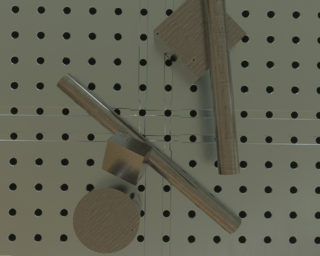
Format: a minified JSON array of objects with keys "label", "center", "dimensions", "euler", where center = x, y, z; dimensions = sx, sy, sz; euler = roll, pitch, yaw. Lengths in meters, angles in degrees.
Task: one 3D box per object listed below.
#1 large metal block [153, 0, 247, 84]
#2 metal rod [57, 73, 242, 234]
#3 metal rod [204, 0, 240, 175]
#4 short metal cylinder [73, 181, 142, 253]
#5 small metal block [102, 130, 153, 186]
[{"label":"large metal block","center":[0.049,-0.117,0.401],"dimensions":[0.080,0.050,0.080],"euler":[-43,91,0]},{"label":"metal rod","center":[-0.014,0.034,0.413],"dimensions":[0.300,0.025,0.025],"euler":[41,90,-1]},{"label":"metal rod","center":[0.069,-0.095,0.364],"dimensions":[0.025,0.025,0.298],"euler":[-5,90,-1]},{"label":"short metal cylinder","center":[-0.065,0.112,0.400],"dimensions":[0.081,0.050,0.079],"euler":[0,90,-1]},{"label":"small metal block","center":[-0.043,0.038,0.397],"dimensions":[0.050,0.025,0.050],"euler":[25,124,10]}]
